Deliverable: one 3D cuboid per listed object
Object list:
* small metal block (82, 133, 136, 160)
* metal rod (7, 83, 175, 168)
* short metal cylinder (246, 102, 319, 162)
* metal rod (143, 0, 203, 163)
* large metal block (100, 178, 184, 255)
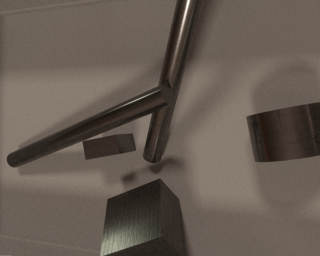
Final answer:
[{"bbox_3d":[-0.068,0.025,0.420,0.050,0.050,0.025,-11,87,19],"label":"small metal block"},{"bbox_3d":[-0.111,0.007,0.411,0.300,0.025,0.025,-20,84,32],"label":"metal rod"},{"bbox_3d":[0.138,0.005,0.333,0.080,0.080,0.050,-11,87,19],"label":"short metal cylinder"},{"bbox_3d":[0.019,-0.082,0.334,0.025,0.025,0.298,26,125,18],"label":"metal rod"},{"bbox_3d":[-0.021,0.120,0.381,0.080,0.080,0.050,-24,126,18],"label":"large metal block"}]
